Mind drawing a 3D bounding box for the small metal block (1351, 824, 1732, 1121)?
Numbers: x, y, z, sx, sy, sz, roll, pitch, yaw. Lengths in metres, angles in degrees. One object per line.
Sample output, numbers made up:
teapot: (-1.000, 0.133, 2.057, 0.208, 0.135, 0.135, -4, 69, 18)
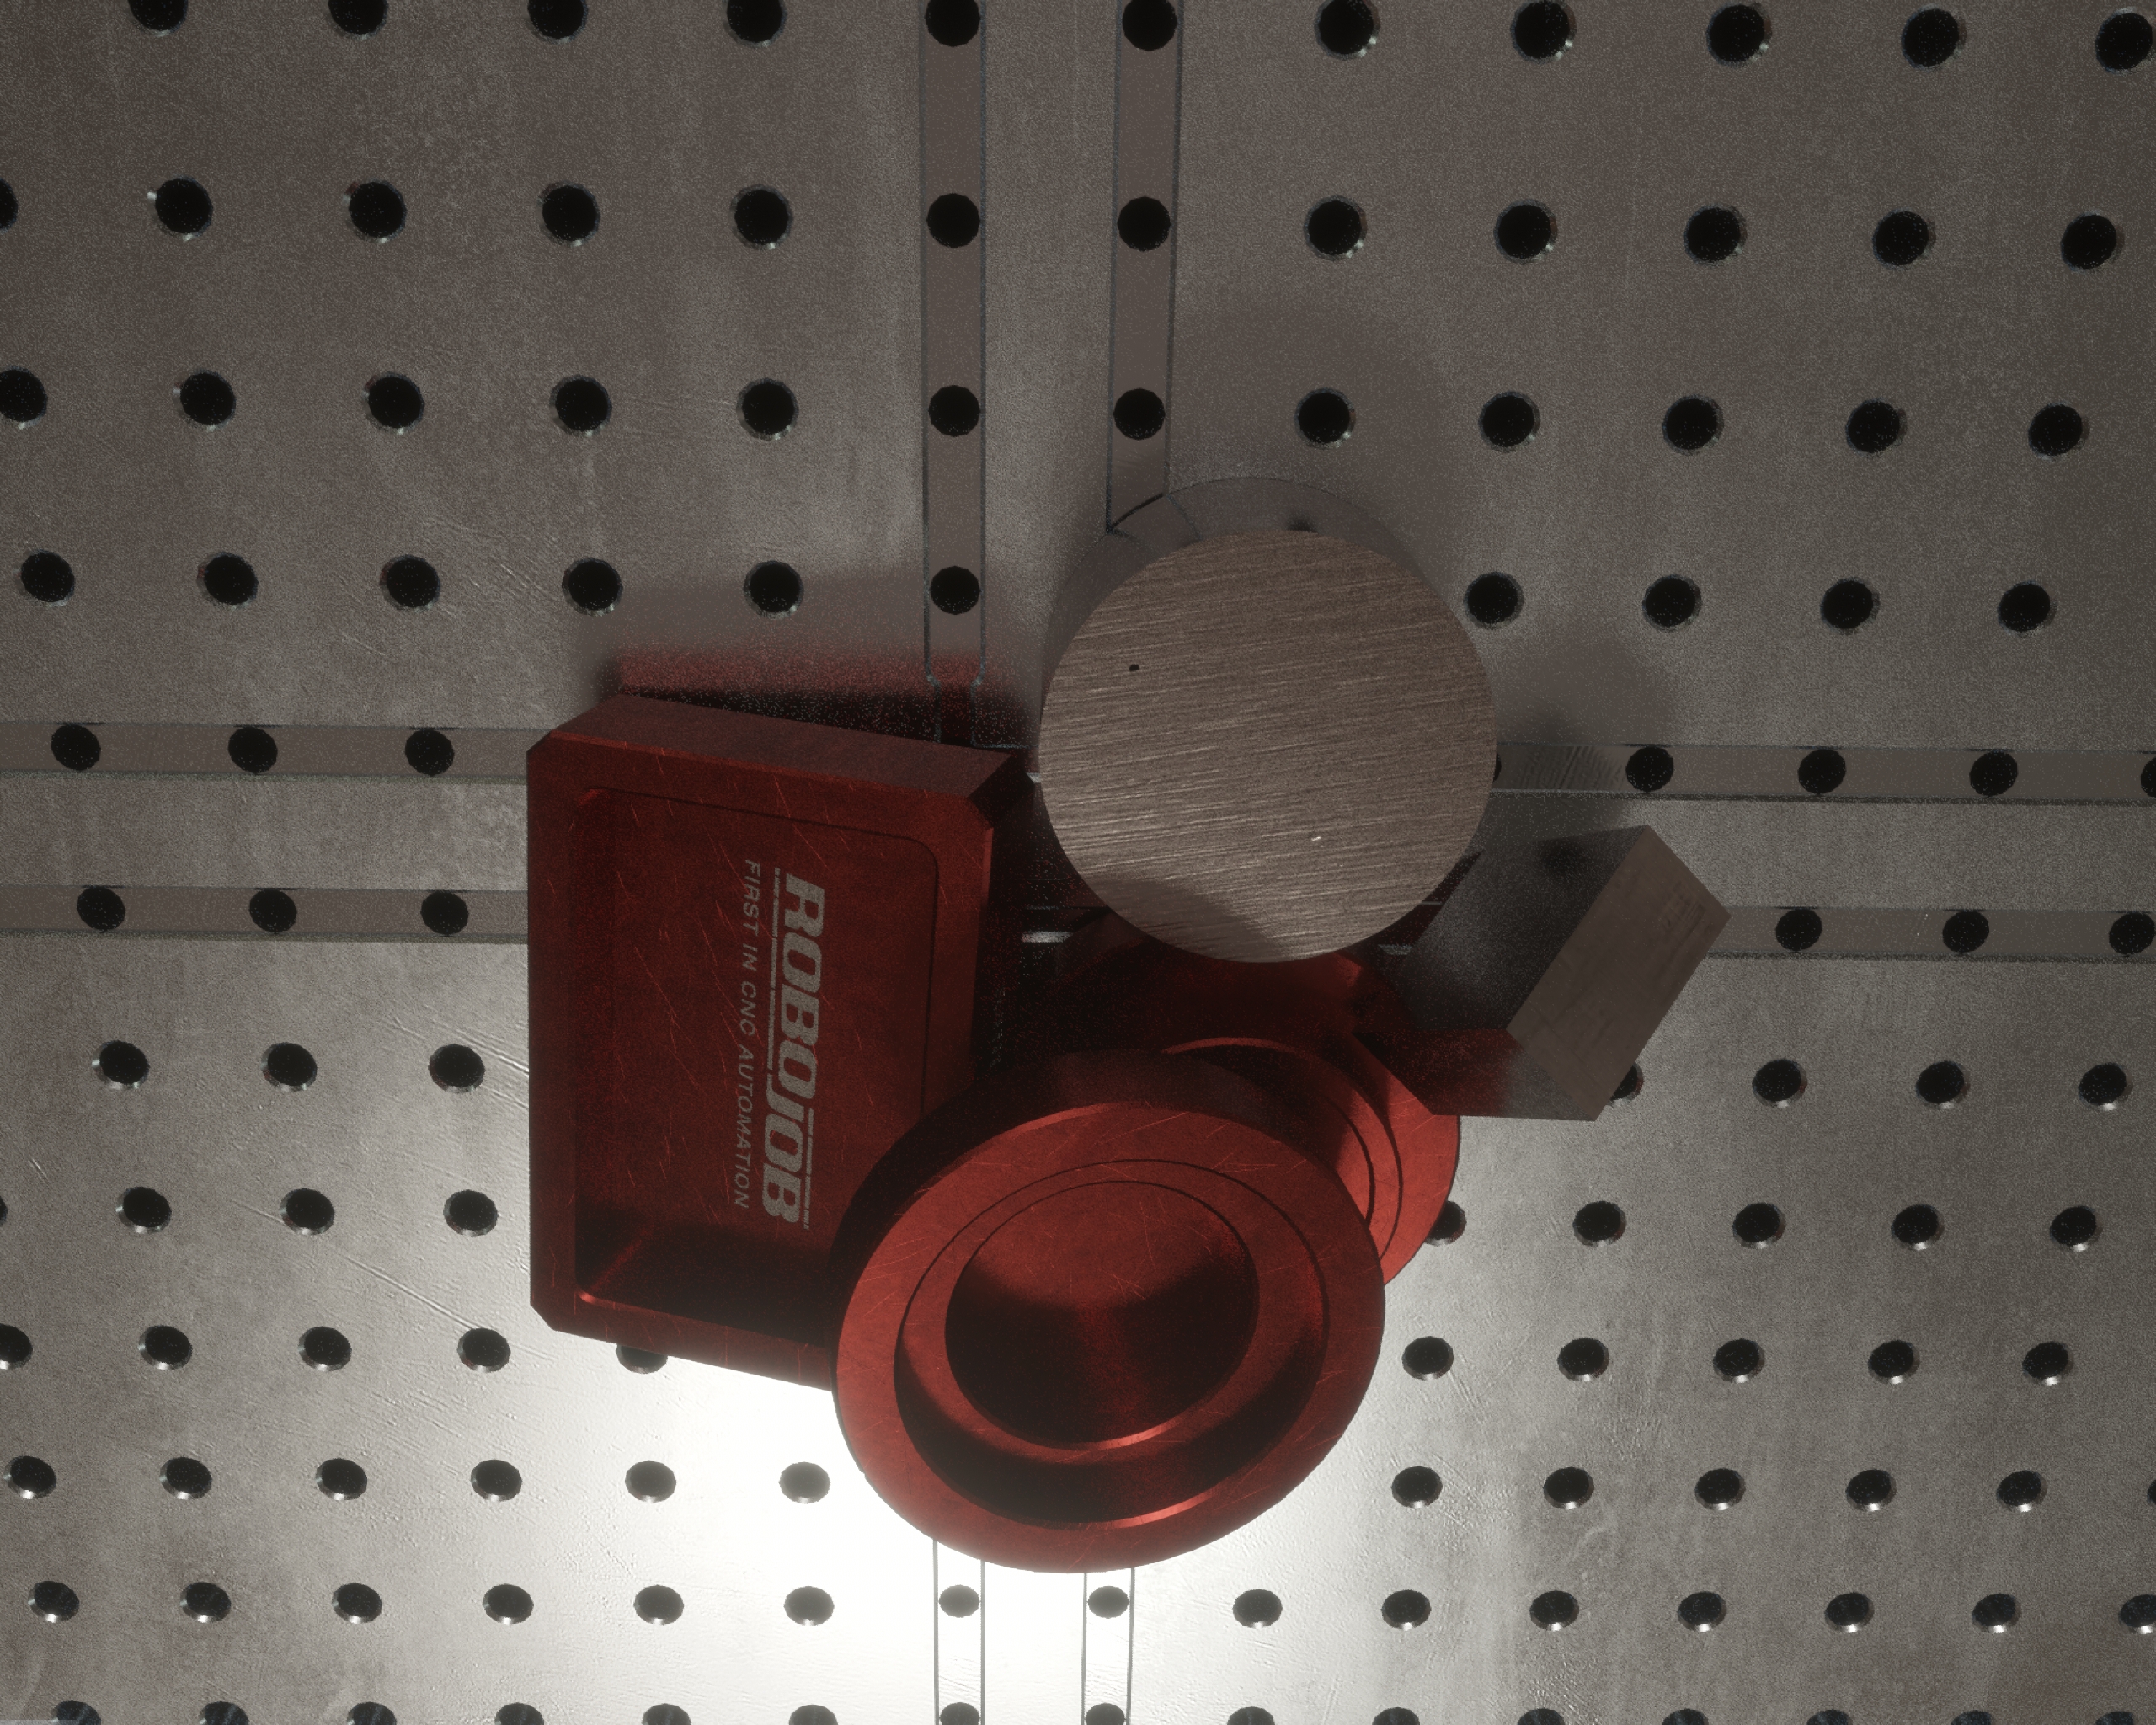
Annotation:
small metal block: (0.088, 0.022, 0.399, 0.025, 0.050, 0.050, 45, 69, -15)

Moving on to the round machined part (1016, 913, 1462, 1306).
round machined part: (0.029, 0.058, 0.425, 0.099, 0.042, 0.097, 0, 110, -1)

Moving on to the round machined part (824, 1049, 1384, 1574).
round machined part: (0.003, 0.077, 0.382, 0.099, 0.042, 0.097, -4, 112, -10)

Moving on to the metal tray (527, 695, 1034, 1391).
metal tray: (-0.060, 0.038, 0.412, 0.090, 0.030, 0.129, 9, 110, 11)

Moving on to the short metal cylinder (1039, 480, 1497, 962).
short metal cylinder: (0.033, -0.028, 0.390, 0.081, 0.050, 0.079, 0, 110, -1)
